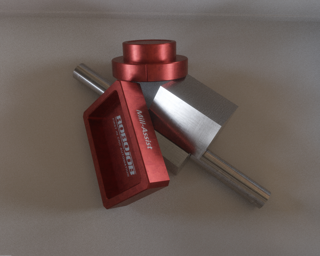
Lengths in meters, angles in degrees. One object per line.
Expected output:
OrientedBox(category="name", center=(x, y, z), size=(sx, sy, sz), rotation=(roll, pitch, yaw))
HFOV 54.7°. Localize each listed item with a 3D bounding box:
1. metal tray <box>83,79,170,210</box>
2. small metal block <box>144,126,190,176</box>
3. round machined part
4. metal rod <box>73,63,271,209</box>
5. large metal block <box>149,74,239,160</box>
OrientedBox(category="metal tray", center=(-0.045, 0.020, 0.367), size=(0.030, 0.090, 0.130), rotation=(2, 63, -44))
OrientedBox(category="small metal block", center=(0.009, 0.030, 0.384), size=(0.050, 0.050, 0.025), rotation=(36, 74, 12))
OrientedBox(category="round machined part", center=(-0.013, -0.091, 0.400), size=(0.099, 0.098, 0.042), rotation=(-2, 111, -1))
OrientedBox(category="metal rod", center=(0.007, 0.004, 0.407), size=(0.300, 0.025, 0.025), rotation=(35, 74, 11))
OrientedBox(category="large metal block", center=(0.040, -0.018, 0.381), size=(0.080, 0.050, 0.080), rotation=(35, 31, 12))
